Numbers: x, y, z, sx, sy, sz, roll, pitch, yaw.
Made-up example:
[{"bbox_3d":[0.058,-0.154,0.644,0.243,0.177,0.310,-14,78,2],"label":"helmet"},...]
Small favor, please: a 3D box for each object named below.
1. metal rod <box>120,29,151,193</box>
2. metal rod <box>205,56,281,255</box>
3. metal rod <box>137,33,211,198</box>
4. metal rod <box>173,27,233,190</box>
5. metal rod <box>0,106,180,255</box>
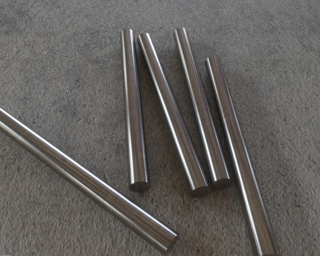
[{"bbox_3d":[-0.040,-0.048,0.442,0.025,0.025,0.300,-5,50,-4],"label":"metal rod"},{"bbox_3d":[0.094,0.011,0.394,0.025,0.025,0.300,-3,50,-3],"label":"metal rod"},{"bbox_3d":[0.009,-0.040,0.436,0.025,0.025,0.300,-11,51,-9],"label":"metal rod"},{"bbox_3d":[0.053,-0.051,0.445,0.025,0.025,0.300,-5,50,-4],"label":"metal rod"},{"bbox_3d":[-0.108,0.046,0.363,0.300,0.025,0.025,30,56,22],"label":"metal rod"}]
